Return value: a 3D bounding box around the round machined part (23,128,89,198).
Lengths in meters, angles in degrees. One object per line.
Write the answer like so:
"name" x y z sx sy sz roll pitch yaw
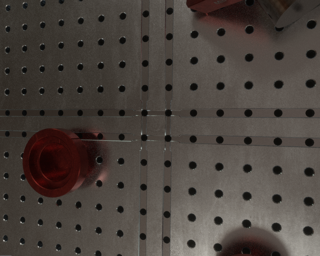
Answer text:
"round machined part" -0.147 0.049 0.454 0.098 0.042 0.097 0 90 19

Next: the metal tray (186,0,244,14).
"metal tray" 0.081 -0.187 0.339 0.130 0.030 0.089 12 96 61

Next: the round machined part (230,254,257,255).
"round machined part" 0.105 0.197 0.366 0.098 0.042 0.097 0 90 19

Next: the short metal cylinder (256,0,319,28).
"short metal cylinder" 0.145 -0.155 0.332 0.080 0.080 0.050 -35 79 16
